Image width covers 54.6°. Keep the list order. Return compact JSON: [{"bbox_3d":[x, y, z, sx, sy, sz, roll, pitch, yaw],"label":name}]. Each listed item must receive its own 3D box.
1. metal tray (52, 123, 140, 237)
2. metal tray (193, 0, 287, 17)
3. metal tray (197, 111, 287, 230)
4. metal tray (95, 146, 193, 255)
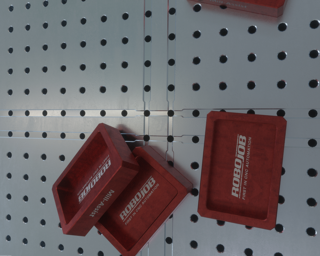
[{"bbox_3d":[-0.092,0.069,0.419,0.130,0.030,0.090,-51,44,14],"label":"metal tray"},{"bbox_3d":[0.096,-0.195,0.375,0.130,0.030,0.090,19,96,19],"label":"metal tray"},{"bbox_3d":[0.098,0.047,0.375,0.090,0.030,0.129,6,92,20],"label":"metal tray"},{"bbox_3d":[-0.030,0.099,0.420,0.090,0.030,0.130,41,103,15],"label":"metal tray"}]
